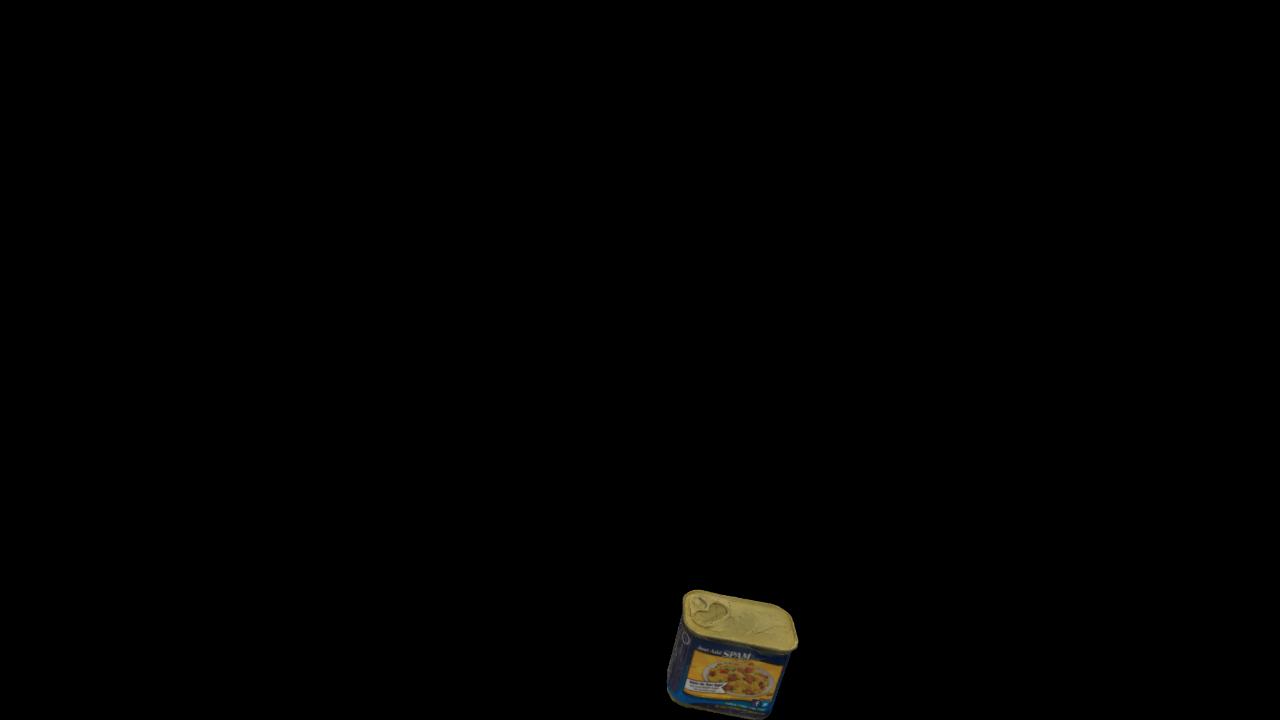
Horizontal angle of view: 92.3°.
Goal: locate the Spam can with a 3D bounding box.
[{"bbox_3d":[0.080,0.265,0.552,0.101,0.085,0.058,11,18,0],"label":"Spam can"}]
